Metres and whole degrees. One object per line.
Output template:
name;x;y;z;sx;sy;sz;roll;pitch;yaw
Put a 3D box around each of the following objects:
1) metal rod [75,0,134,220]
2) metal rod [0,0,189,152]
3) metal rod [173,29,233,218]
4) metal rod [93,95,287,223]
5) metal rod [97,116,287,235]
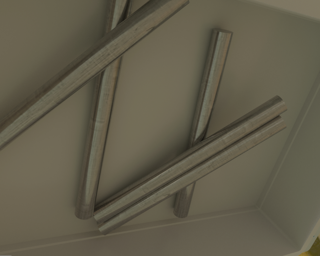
metal rod;-0.069;-0.014;0.363;0.025;0.025;0.298;0;118;-29
metal rod;-0.099;-0.040;0.308;0.300;0.025;0.025;-37;130;5
metal rod;0.056;0.011;0.448;0.025;0.025;0.298;-5;121;-26
metal rod;0.039;0.045;0.431;0.301;0.025;0.025;-32;130;3
metal rod;0.043;0.068;0.446;0.301;0.025;0.025;-31;130;3
